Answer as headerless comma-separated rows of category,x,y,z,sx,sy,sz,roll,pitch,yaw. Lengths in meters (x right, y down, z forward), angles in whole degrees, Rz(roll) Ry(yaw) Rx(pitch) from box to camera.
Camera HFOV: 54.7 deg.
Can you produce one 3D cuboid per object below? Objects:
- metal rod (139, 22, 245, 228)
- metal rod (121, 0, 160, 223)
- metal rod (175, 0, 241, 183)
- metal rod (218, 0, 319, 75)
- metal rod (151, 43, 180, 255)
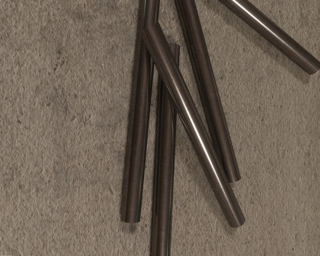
metal rod,0.050,0.009,0.409,0.025,0.025,0.299,-32,108,-17
metal rod,-0.025,-0.030,0.400,0.025,0.025,0.298,6,88,-20
metal rod,0.064,-0.067,0.434,0.025,0.025,0.298,-18,96,-19
metal rod,0.129,-0.172,0.457,0.301,0.025,0.025,31,80,-18
metal rod,0.007,0.039,0.412,0.025,0.025,0.298,3,89,-20
